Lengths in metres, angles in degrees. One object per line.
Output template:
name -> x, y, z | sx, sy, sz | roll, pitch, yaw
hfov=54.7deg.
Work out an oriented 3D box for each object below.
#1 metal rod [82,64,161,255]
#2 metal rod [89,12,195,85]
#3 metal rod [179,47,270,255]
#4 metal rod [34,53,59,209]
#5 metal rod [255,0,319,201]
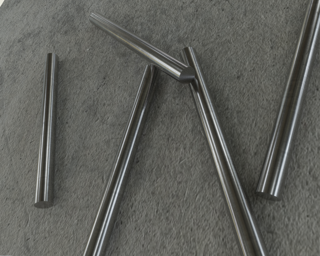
metal rod -> -0.047, 0.044, 0.401 | 0.025, 0.025, 0.300 | 2, 62, 29
metal rod -> -0.045, -0.139, 0.497 | 0.025, 0.025, 0.300 | -45, 46, -3
metal rod -> 0.065, 0.012, 0.362 | 0.025, 0.025, 0.299 | -23, 53, 15
metal rod -> -0.183, -0.015, 0.509 | 0.025, 0.025, 0.299 | -22, 53, 15
metal rod -> 0.161, -0.062, 0.357 | 0.025, 0.025, 0.300 | 10, 66, 32
